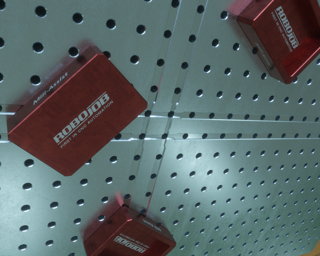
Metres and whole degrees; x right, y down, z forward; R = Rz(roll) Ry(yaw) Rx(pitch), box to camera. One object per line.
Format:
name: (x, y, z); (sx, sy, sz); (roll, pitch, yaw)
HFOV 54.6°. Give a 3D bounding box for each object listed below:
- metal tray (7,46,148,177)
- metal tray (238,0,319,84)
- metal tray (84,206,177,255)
metal tray: (-0.090, -0.015, 0.349); (0.130, 0.030, 0.090); (-42, 129, 0)
metal tray: (0.172, -0.132, 0.419); (0.090, 0.030, 0.130); (-47, 129, 4)
metal tray: (-0.044, 0.188, 0.498); (0.090, 0.030, 0.130); (-45, 129, 3)
